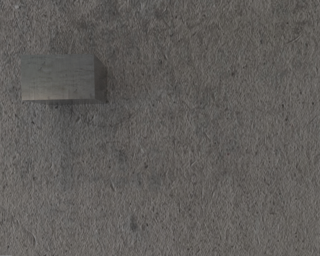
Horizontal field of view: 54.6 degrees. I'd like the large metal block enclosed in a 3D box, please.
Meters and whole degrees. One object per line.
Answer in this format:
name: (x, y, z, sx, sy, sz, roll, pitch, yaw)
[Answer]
large metal block: (-0.113, -0.057, 0.382, 0.080, 0.080, 0.050, -1, 90, 0)
